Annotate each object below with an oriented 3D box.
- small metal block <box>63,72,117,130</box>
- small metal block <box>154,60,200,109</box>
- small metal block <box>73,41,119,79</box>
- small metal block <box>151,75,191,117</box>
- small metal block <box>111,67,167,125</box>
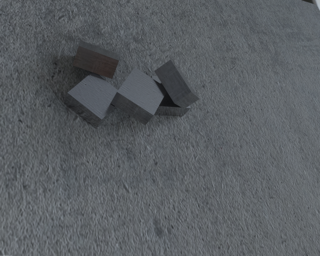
[{"bbox_3d":[-0.081,-0.035,0.384,0.050,0.025,0.050,39,51,-3],"label":"small metal block"},{"bbox_3d":[0.023,-0.056,0.405,0.050,0.025,0.050,59,13,14],"label":"small metal block"},{"bbox_3d":[-0.083,-0.089,0.401,0.050,0.025,0.050,17,18,-19],"label":"small metal block"},{"bbox_3d":[0.010,-0.044,0.440,0.050,0.025,0.050,2,61,-28],"label":"small metal block"},{"bbox_3d":[-0.025,-0.040,0.384,0.050,0.025,0.050,33,51,-7],"label":"small metal block"}]
